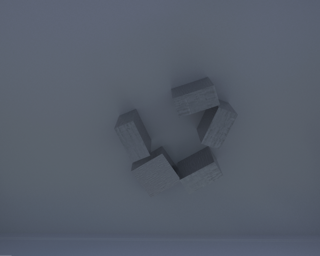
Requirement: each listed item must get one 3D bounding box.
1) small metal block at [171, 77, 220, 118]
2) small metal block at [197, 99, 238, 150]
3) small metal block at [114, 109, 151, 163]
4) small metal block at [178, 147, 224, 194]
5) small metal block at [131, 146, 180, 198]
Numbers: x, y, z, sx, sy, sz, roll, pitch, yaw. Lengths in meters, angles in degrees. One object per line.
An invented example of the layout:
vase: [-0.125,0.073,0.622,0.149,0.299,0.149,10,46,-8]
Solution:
small metal block: [0.042,-0.039,0.384,0.050,0.050,0.025,-18,109,6]
small metal block: [0.071,-0.007,0.396,0.025,0.050,0.050,21,109,-7]
small metal block: [-0.033,0.009,0.401,0.025,0.050,0.050,-22,109,8]
small metal block: [0.053,0.056,0.419,0.050,0.050,0.025,-29,108,10]
small metal block: [-0.005,0.062,0.434,0.050,0.025,0.050,-31,107,10]
